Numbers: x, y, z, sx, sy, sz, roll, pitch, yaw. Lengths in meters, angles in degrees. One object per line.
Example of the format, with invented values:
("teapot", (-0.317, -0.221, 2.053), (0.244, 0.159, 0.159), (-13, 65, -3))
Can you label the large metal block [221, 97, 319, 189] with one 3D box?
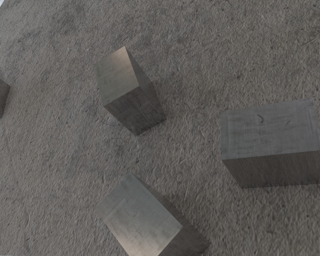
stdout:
("large metal block", (0.109, 0.020, 0.299), (0.080, 0.080, 0.050), (-9, 58, 23))

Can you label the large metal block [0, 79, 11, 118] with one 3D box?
("large metal block", (-0.351, -0.053, 0.605), (0.080, 0.050, 0.080), (-17, 55, 19))

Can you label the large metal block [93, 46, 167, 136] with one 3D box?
("large metal block", (-0.040, -0.048, 0.419), (0.050, 0.080, 0.080), (-29, 52, 10))

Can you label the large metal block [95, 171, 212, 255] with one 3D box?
("large metal block", (-0.005, 0.099, 0.310), (0.050, 0.080, 0.080), (-48, 51, -5))
